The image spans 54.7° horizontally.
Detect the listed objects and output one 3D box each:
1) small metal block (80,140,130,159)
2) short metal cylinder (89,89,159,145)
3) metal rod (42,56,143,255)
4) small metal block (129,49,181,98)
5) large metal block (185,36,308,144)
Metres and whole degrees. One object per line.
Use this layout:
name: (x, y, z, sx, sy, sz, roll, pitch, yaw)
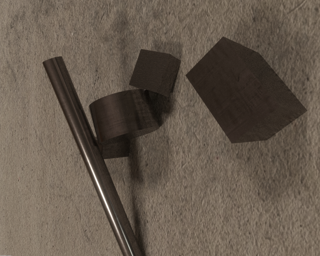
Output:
small metal block: (-0.081, 0.028, 0.453, 0.050, 0.050, 0.025, 7, 95, 39)
short metal cylinder: (-0.046, -0.013, 0.403, 0.080, 0.081, 0.050, -21, 82, 38)
metal rod: (-0.083, 0.053, 0.409, 0.025, 0.025, 0.298, -14, 101, 39)
small metal block: (-0.007, -0.072, 0.404, 0.050, 0.025, 0.050, 21, 93, 37)
large metal block: (0.084, -0.034, 0.299, 0.050, 0.081, 0.080, -44, 64, 31)
